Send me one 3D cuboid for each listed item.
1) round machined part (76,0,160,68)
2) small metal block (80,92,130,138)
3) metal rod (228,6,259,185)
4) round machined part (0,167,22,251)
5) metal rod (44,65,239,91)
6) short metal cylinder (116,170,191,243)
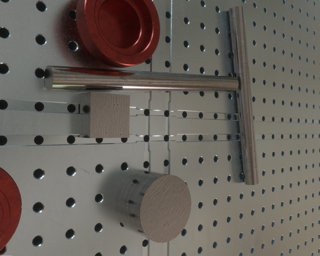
[{"bbox_3d":[-0.051,-0.118,0.355,0.099,0.042,0.097,0,90,-40],"label":"round machined part"},{"bbox_3d":[-0.063,-0.014,0.356,0.050,0.025,0.050,1,90,-40],"label":"small metal block"},{"bbox_3d":[0.143,-0.051,0.528,0.025,0.025,0.298,-12,98,-39],"label":"metal rod"},{"bbox_3d":[-0.167,0.073,0.258,0.099,0.042,0.097,0,90,-40],"label":"round machined part"},{"bbox_3d":[0.003,-0.061,0.411,0.302,0.025,0.025,-5,94,-40],"label":"metal rod"},{"bbox_3d":[-0.007,0.096,0.387,0.081,0.050,0.080,0,90,-40],"label":"short metal cylinder"}]
